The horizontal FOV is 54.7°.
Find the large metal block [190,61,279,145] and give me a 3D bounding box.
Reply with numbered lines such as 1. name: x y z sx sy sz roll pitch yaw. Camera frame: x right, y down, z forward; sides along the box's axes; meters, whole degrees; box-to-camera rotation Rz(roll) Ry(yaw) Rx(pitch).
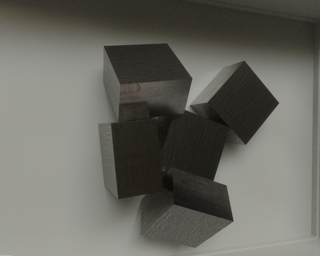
1. large metal block: 0.105 -0.034 0.436 0.080 0.050 0.080 46 76 -15

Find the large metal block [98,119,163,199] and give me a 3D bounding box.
1. large metal block: -0.038 0.032 0.367 0.050 0.080 0.079 -6 92 -20

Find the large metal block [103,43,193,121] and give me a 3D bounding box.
1. large metal block: -0.019 -0.057 0.367 0.081 0.080 0.050 -8 135 -19

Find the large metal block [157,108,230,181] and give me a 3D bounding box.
1. large metal block: 0.035 0.024 0.411 0.080 0.050 0.080 20 83 -19

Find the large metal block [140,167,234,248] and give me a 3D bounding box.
1. large metal block: 0.030 0.102 0.386 0.080 0.080 0.050 21 41 -21
